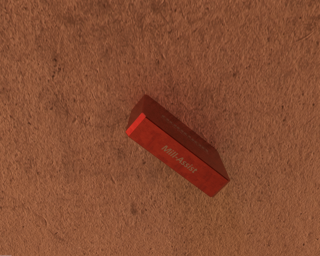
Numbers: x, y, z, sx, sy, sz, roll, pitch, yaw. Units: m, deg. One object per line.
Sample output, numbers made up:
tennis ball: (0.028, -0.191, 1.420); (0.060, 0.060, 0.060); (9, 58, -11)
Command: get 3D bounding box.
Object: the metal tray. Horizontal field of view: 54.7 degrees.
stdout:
metal tray: (0.022, 0.019, 0.384); (0.130, 0.090, 0.030); (38, 106, -13)
